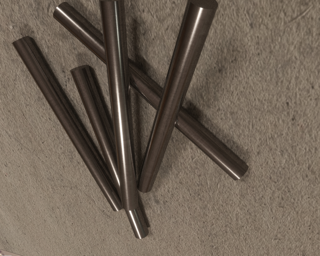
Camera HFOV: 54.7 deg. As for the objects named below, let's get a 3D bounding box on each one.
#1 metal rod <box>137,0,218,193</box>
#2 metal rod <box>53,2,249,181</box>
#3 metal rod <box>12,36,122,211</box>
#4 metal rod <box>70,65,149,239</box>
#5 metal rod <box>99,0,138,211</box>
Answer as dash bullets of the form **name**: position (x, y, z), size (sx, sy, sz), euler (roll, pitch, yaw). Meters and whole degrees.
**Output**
- **metal rod**: position (0.006, -0.008, 0.363), size (0.025, 0.025, 0.298), euler (28, 139, 10)
- **metal rod**: position (-0.010, -0.044, 0.383), size (0.300, 0.025, 0.025), euler (42, 129, -1)
- **metal rod**: position (-0.131, 0.005, 0.476), size (0.025, 0.025, 0.299), euler (-14, 112, 33)
- **metal rod**: position (-0.069, 0.051, 0.472), size (0.025, 0.025, 0.298), euler (-2, 118, 29)
- **metal rod**: position (-0.047, -0.006, 0.395), size (0.025, 0.025, 0.298), euler (13, 126, 20)
